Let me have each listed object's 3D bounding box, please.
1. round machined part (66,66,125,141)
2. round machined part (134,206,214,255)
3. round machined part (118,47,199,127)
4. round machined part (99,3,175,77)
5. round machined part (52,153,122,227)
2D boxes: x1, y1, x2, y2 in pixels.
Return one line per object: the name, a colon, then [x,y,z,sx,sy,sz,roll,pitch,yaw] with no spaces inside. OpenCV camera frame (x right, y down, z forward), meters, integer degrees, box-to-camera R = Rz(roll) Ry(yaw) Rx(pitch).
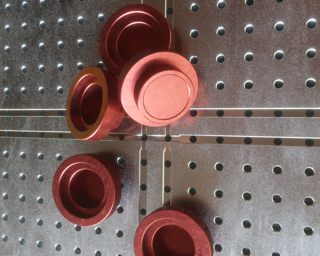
round machined part: [-0.083,-0.031,0.419,0.098,0.042,0.097,-9,77,43]
round machined part: [0.020,0.148,0.396,0.098,0.042,0.097,0,90,19]
round machined part: [0.002,-0.044,0.372,0.098,0.098,0.042,-53,32,12]
round machined part: [-0.027,-0.109,0.410,0.098,0.042,0.097,-1,86,17]
round machined part: [-0.098,0.084,0.437,0.098,0.042,0.097,0,90,19]
